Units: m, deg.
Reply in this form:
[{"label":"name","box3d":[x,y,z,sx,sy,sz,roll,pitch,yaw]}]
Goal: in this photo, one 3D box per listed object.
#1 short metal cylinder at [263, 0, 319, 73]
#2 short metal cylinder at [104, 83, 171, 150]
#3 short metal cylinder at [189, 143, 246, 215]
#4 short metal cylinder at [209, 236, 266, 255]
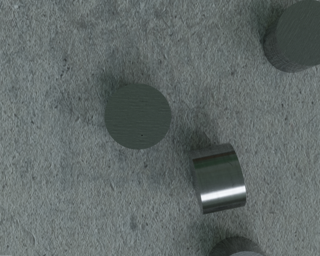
[{"label":"short metal cylinder","box3d":[0.181,-0.115,0.399,0.081,0.050,0.080,0,90,0]},{"label":"short metal cylinder","box3d":[-0.027,-0.014,0.397,0.081,0.050,0.080,0,90,0]},{"label":"short metal cylinder","box3d":[0.068,0.062,0.383,0.050,0.080,0.080,-12,90,0]},{"label":"short metal cylinder","box3d":[0.105,0.188,0.398,0.081,0.050,0.080,0,90,0]}]
